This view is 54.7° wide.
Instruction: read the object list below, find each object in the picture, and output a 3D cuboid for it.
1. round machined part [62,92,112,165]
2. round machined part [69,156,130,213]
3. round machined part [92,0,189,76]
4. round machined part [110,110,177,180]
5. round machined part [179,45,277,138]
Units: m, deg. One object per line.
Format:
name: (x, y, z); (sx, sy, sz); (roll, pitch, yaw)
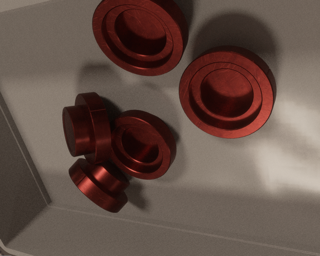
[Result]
round machined part: (-0.103, 0.002, 0.419); (0.098, 0.042, 0.097); (32, 127, 55)
round machined part: (-0.084, 0.077, 0.465); (0.098, 0.098, 0.042); (42, 90, -1)
round machined part: (-0.017, -0.106, 0.328); (0.098, 0.042, 0.097); (13, 143, 10)
round machined part: (-0.023, 0.019, 0.420); (0.098, 0.042, 0.097); (13, 124, 20)
round machined part: (0.074, -0.041, 0.333); (0.098, 0.042, 0.097); (13, 124, 20)
